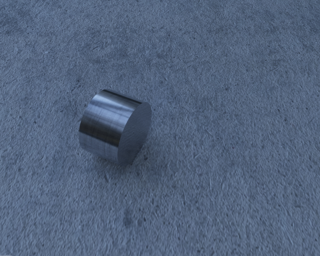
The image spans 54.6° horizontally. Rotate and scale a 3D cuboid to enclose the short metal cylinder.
[{"bbox_3d":[-0.051,-0.001,0.368,0.050,0.080,0.080,21,53,16],"label":"short metal cylinder"}]
